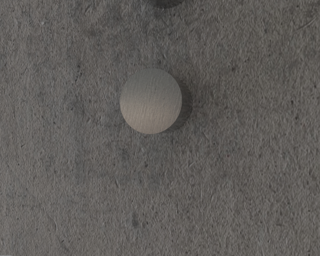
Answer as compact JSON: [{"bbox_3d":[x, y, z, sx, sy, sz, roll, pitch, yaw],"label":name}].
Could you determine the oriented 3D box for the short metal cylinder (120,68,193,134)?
[{"bbox_3d":[-0.004,-0.033,0.397,0.080,0.050,0.080,0,90,20],"label":"short metal cylinder"}]

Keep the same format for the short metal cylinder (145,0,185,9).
[{"bbox_3d":[0.001,-0.201,0.395,0.080,0.050,0.080,0,90,20],"label":"short metal cylinder"}]
